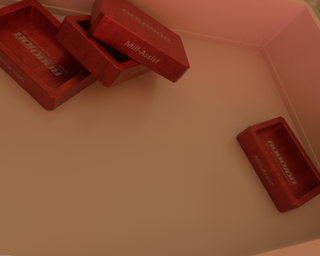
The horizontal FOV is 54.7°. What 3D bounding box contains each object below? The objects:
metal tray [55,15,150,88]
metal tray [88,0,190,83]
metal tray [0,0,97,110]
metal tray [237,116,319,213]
[{"bbox_3d":[-0.060,-0.107,0.408,0.090,0.030,0.131,45,30,2],"label":"metal tray"},{"bbox_3d":[-0.025,-0.122,0.407,0.131,0.030,0.090,26,34,-28],"label":"metal tray"},{"bbox_3d":[-0.147,-0.094,0.381,0.130,0.030,0.090,43,51,1],"label":"metal tray"},{"bbox_3d":[0.186,0.051,0.473,0.091,0.030,0.130,-15,70,-34],"label":"metal tray"}]
